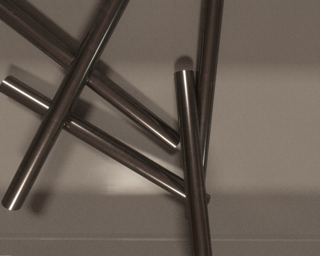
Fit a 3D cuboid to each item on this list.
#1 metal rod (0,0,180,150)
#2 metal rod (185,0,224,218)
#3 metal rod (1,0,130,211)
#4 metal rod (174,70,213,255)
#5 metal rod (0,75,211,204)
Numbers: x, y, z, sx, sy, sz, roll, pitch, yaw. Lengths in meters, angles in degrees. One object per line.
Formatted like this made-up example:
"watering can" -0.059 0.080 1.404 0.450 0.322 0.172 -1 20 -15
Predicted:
"metal rod" -0.094 -0.070 0.384 0.301 0.025 0.025 38 105 -13
"metal rod" 0.055 -0.009 0.408 0.025 0.025 0.298 2 110 -1
"metal rod" -0.115 -0.028 0.366 0.025 0.025 0.299 29 102 -11
"metal rod" 0.043 0.079 0.375 0.025 0.025 0.298 -5 85 1
"metal rod" -0.066 0.023 0.404 0.301 0.025 0.025 32 107 -6
